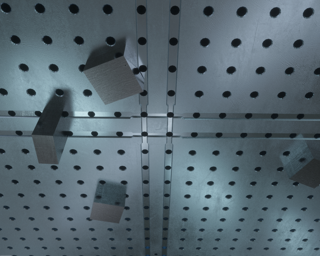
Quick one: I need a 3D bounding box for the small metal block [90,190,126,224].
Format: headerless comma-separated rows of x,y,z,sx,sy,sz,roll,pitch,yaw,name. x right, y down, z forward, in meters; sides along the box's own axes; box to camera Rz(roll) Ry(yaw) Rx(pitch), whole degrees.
-0.088,0.134,0.524,0.050,0.025,0.050,12,129,-10,small metal block

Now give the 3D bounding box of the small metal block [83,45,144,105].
-0.052,-0.060,0.360,0.050,0.025,0.050,-18,128,14,small metal block

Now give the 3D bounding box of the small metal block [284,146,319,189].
0.226,0.060,0.464,0.050,0.025,0.050,21,127,-17,small metal block

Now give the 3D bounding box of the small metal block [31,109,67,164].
-0.142,0.011,0.404,0.025,0.050,0.050,3,130,-3,small metal block
